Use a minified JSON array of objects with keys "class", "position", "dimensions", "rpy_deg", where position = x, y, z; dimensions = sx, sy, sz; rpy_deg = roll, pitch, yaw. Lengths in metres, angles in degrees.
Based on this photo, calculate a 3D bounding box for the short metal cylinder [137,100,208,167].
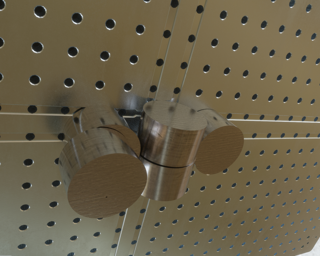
[{"class":"short metal cylinder","position":[0.013,0.005,0.386],"dimensions":[0.081,0.080,0.050],"rpy_deg":[1,119,-29]}]

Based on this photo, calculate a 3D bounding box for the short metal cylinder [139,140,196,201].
[{"class":"short metal cylinder","position":[0.002,0.050,0.407],"dimensions":[0.081,0.080,0.050],"rpy_deg":[-1,119,-28]}]

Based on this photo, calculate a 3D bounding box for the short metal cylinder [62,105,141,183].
[{"class":"short metal cylinder","position":[-0.070,0.019,0.368],"dimensions":[0.081,0.050,0.079],"rpy_deg":[-14,124,-21]}]

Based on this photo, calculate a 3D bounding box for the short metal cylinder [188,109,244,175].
[{"class":"short metal cylinder","position":[0.072,0.020,0.445],"dimensions":[0.081,0.050,0.079],"rpy_deg":[-14,124,-21]}]

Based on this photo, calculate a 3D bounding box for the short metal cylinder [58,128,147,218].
[{"class":"short metal cylinder","position":[-0.060,0.047,0.324],"dimensions":[0.081,0.050,0.079],"rpy_deg":[-14,124,-21]}]
